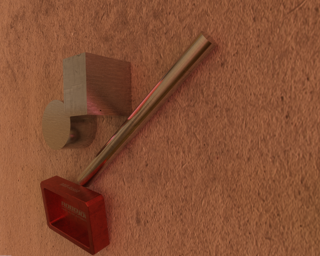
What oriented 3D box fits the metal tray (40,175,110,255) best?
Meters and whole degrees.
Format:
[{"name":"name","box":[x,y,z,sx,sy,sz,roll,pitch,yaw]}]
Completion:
[{"name":"metal tray","box":[-0.139,0.137,0.499,0.130,0.030,0.089,10,111,39]}]

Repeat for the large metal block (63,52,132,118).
[{"name":"large metal block","box":[-0.087,-0.056,0.438,0.050,0.081,0.080,-3,88,40]}]

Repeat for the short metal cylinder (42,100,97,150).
[{"name":"short metal cylinder","box":[-0.149,-0.005,0.509,0.080,0.050,0.079,0,90,39]}]

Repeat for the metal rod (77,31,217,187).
[{"name":"metal rod","box":[-0.033,-0.009,0.429,0.299,0.025,0.025,-46,63,29]}]
